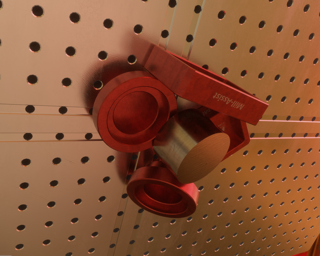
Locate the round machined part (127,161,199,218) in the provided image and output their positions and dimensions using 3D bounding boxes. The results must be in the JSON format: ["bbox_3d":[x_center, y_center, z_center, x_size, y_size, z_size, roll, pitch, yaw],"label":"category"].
[{"bbox_3d":[0.007,0.083,0.434,0.098,0.042,0.097,12,139,11],"label":"round machined part"}]

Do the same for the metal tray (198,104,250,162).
[{"bbox_3d":[0.066,0.018,0.456,0.131,0.030,0.090,-32,129,-8],"label":"metal tray"}]

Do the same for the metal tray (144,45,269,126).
[{"bbox_3d":[0.056,-0.050,0.370,0.131,0.090,0.030,16,110,-35],"label":"metal tray"}]

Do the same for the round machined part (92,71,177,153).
[{"bbox_3d":[-0.032,-0.022,0.370,0.099,0.042,0.097,-14,125,-21],"label":"round machined part"}]

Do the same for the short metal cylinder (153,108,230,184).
[{"bbox_3d":[0.039,0.023,0.384,0.081,0.050,0.080,-26,141,-23],"label":"short metal cylinder"}]
